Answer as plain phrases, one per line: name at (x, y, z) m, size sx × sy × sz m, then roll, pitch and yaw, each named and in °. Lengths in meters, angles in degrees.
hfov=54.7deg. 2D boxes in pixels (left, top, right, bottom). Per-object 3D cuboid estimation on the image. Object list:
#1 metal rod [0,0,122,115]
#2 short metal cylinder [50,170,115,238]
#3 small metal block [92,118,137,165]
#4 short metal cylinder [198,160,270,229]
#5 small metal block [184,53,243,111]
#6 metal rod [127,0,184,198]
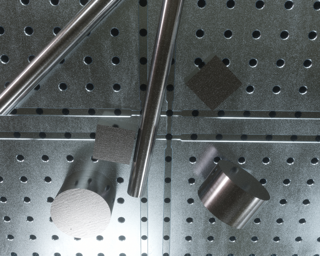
metal rod at (-0.095, -0.120, 0.368) m, size 0.300 × 0.025 × 0.025 m, roll -40°, pitch 106°, yaw 13°
short metal cylinder at (-0.106, 0.107, 0.438) m, size 0.081 × 0.050 × 0.079 m, roll 0°, pitch 110°, yaw 0°
small metal block at (-0.061, 0.018, 0.419) m, size 0.050 × 0.025 × 0.050 m, roll 10°, pitch 110°, yaw -4°
short metal cylinder at (0.098, 0.088, 0.417) m, size 0.080 × 0.080 × 0.050 m, roll 29°, pitch 108°, yaw -10°
small metal block at (0.067, -0.059, 0.392) m, size 0.050 × 0.025 × 0.050 m, roll -43°, pitch 105°, yaw 14°
metal rod at (-0.006, -0.044, 0.397) m, size 0.025 × 0.025 × 0.298 m, roll 10°, pitch 110°, yaw -4°
